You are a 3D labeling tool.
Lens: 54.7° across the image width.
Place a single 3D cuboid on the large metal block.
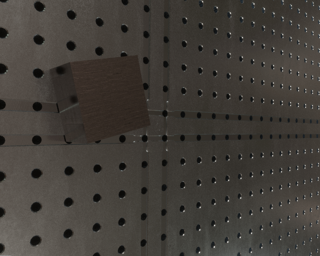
[{"bbox_3d":[-0.064,-0.033,0.341,0.081,0.050,0.079,-17,101,-39],"label":"large metal block"}]
